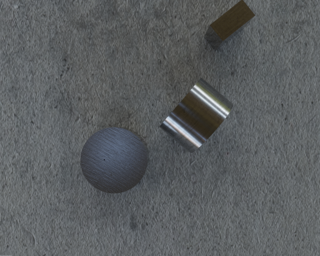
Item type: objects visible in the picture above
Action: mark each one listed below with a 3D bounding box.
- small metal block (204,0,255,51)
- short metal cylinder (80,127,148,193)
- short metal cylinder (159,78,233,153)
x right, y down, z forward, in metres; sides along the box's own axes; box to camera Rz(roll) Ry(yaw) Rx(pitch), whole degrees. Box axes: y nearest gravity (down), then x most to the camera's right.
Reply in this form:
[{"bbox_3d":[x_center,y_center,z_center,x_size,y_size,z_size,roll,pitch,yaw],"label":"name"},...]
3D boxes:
[{"bbox_3d":[0.088,-0.130,0.398,0.050,0.050,0.025,-39,90,0],"label":"small metal block"},{"bbox_3d":[-0.055,0.039,0.397,0.081,0.050,0.079,0,90,0],"label":"short metal cylinder"},{"bbox_3d":[0.044,-0.015,0.383,0.050,0.080,0.080,40,90,0],"label":"short metal cylinder"}]
